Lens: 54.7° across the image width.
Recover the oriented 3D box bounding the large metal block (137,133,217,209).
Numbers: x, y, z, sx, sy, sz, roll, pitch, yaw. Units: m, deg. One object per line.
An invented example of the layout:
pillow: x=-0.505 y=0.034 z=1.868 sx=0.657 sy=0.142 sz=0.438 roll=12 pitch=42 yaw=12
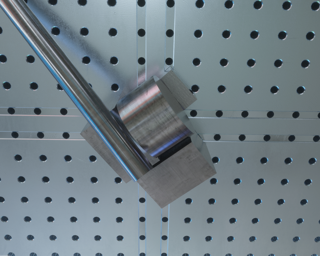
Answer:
large metal block: x=0.019 y=0.043 z=0.398 sx=0.080 sy=0.080 sz=0.050 roll=-36 pitch=107 yaw=12

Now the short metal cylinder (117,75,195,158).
short metal cylinder: x=-0.004 y=-0.013 z=0.352 sx=0.050 sy=0.080 sz=0.080 roll=-35 pitch=107 yaw=12

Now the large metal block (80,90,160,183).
large metal block: x=-0.045 y=0.008 z=0.387 sx=0.050 sy=0.080 sz=0.080 roll=-36 pitch=107 yaw=12

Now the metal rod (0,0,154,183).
metal rod: x=-0.109 y=-0.069 z=0.331 sx=0.025 sy=0.025 sz=0.300 roll=-40 pitch=85 yaw=13

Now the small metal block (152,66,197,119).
small metal block: x=0.011 y=-0.042 z=0.399 sx=0.050 sy=0.025 sz=0.050 roll=-40 pitch=106 yaw=13
